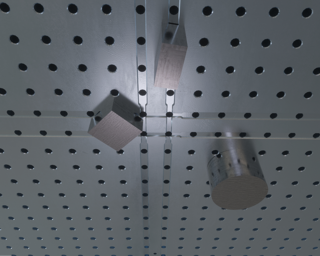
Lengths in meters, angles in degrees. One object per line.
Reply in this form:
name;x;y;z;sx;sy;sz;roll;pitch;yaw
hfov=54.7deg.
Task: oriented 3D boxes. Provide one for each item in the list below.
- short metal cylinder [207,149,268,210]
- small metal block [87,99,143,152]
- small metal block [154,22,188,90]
short metal cylinder;0.114;0.078;0.463;0.081;0.050;0.079;-1;130;-1
small metal block;-0.058;-0.003;0.409;0.050;0.025;0.050;36;121;-27
small metal block;0.010;-0.077;0.330;0.025;0.050;0.050;7;130;-6
